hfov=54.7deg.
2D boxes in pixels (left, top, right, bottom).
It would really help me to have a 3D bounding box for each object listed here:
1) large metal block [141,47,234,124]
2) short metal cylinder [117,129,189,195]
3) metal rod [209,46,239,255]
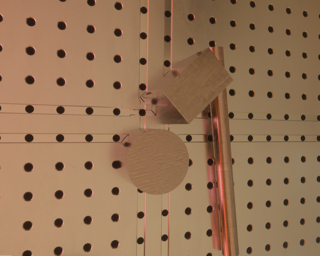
[{"bbox_3d":[0.031,-0.050,0.396,0.080,0.080,0.050,-44,104,-15],"label":"large metal block"},{"bbox_3d":[-0.010,0.041,0.397,0.081,0.050,0.079,0,90,-21],"label":"short metal cylinder"},{"bbox_3d":[0.090,0.035,0.447,0.025,0.025,0.298,-6,92,-20],"label":"metal rod"}]
